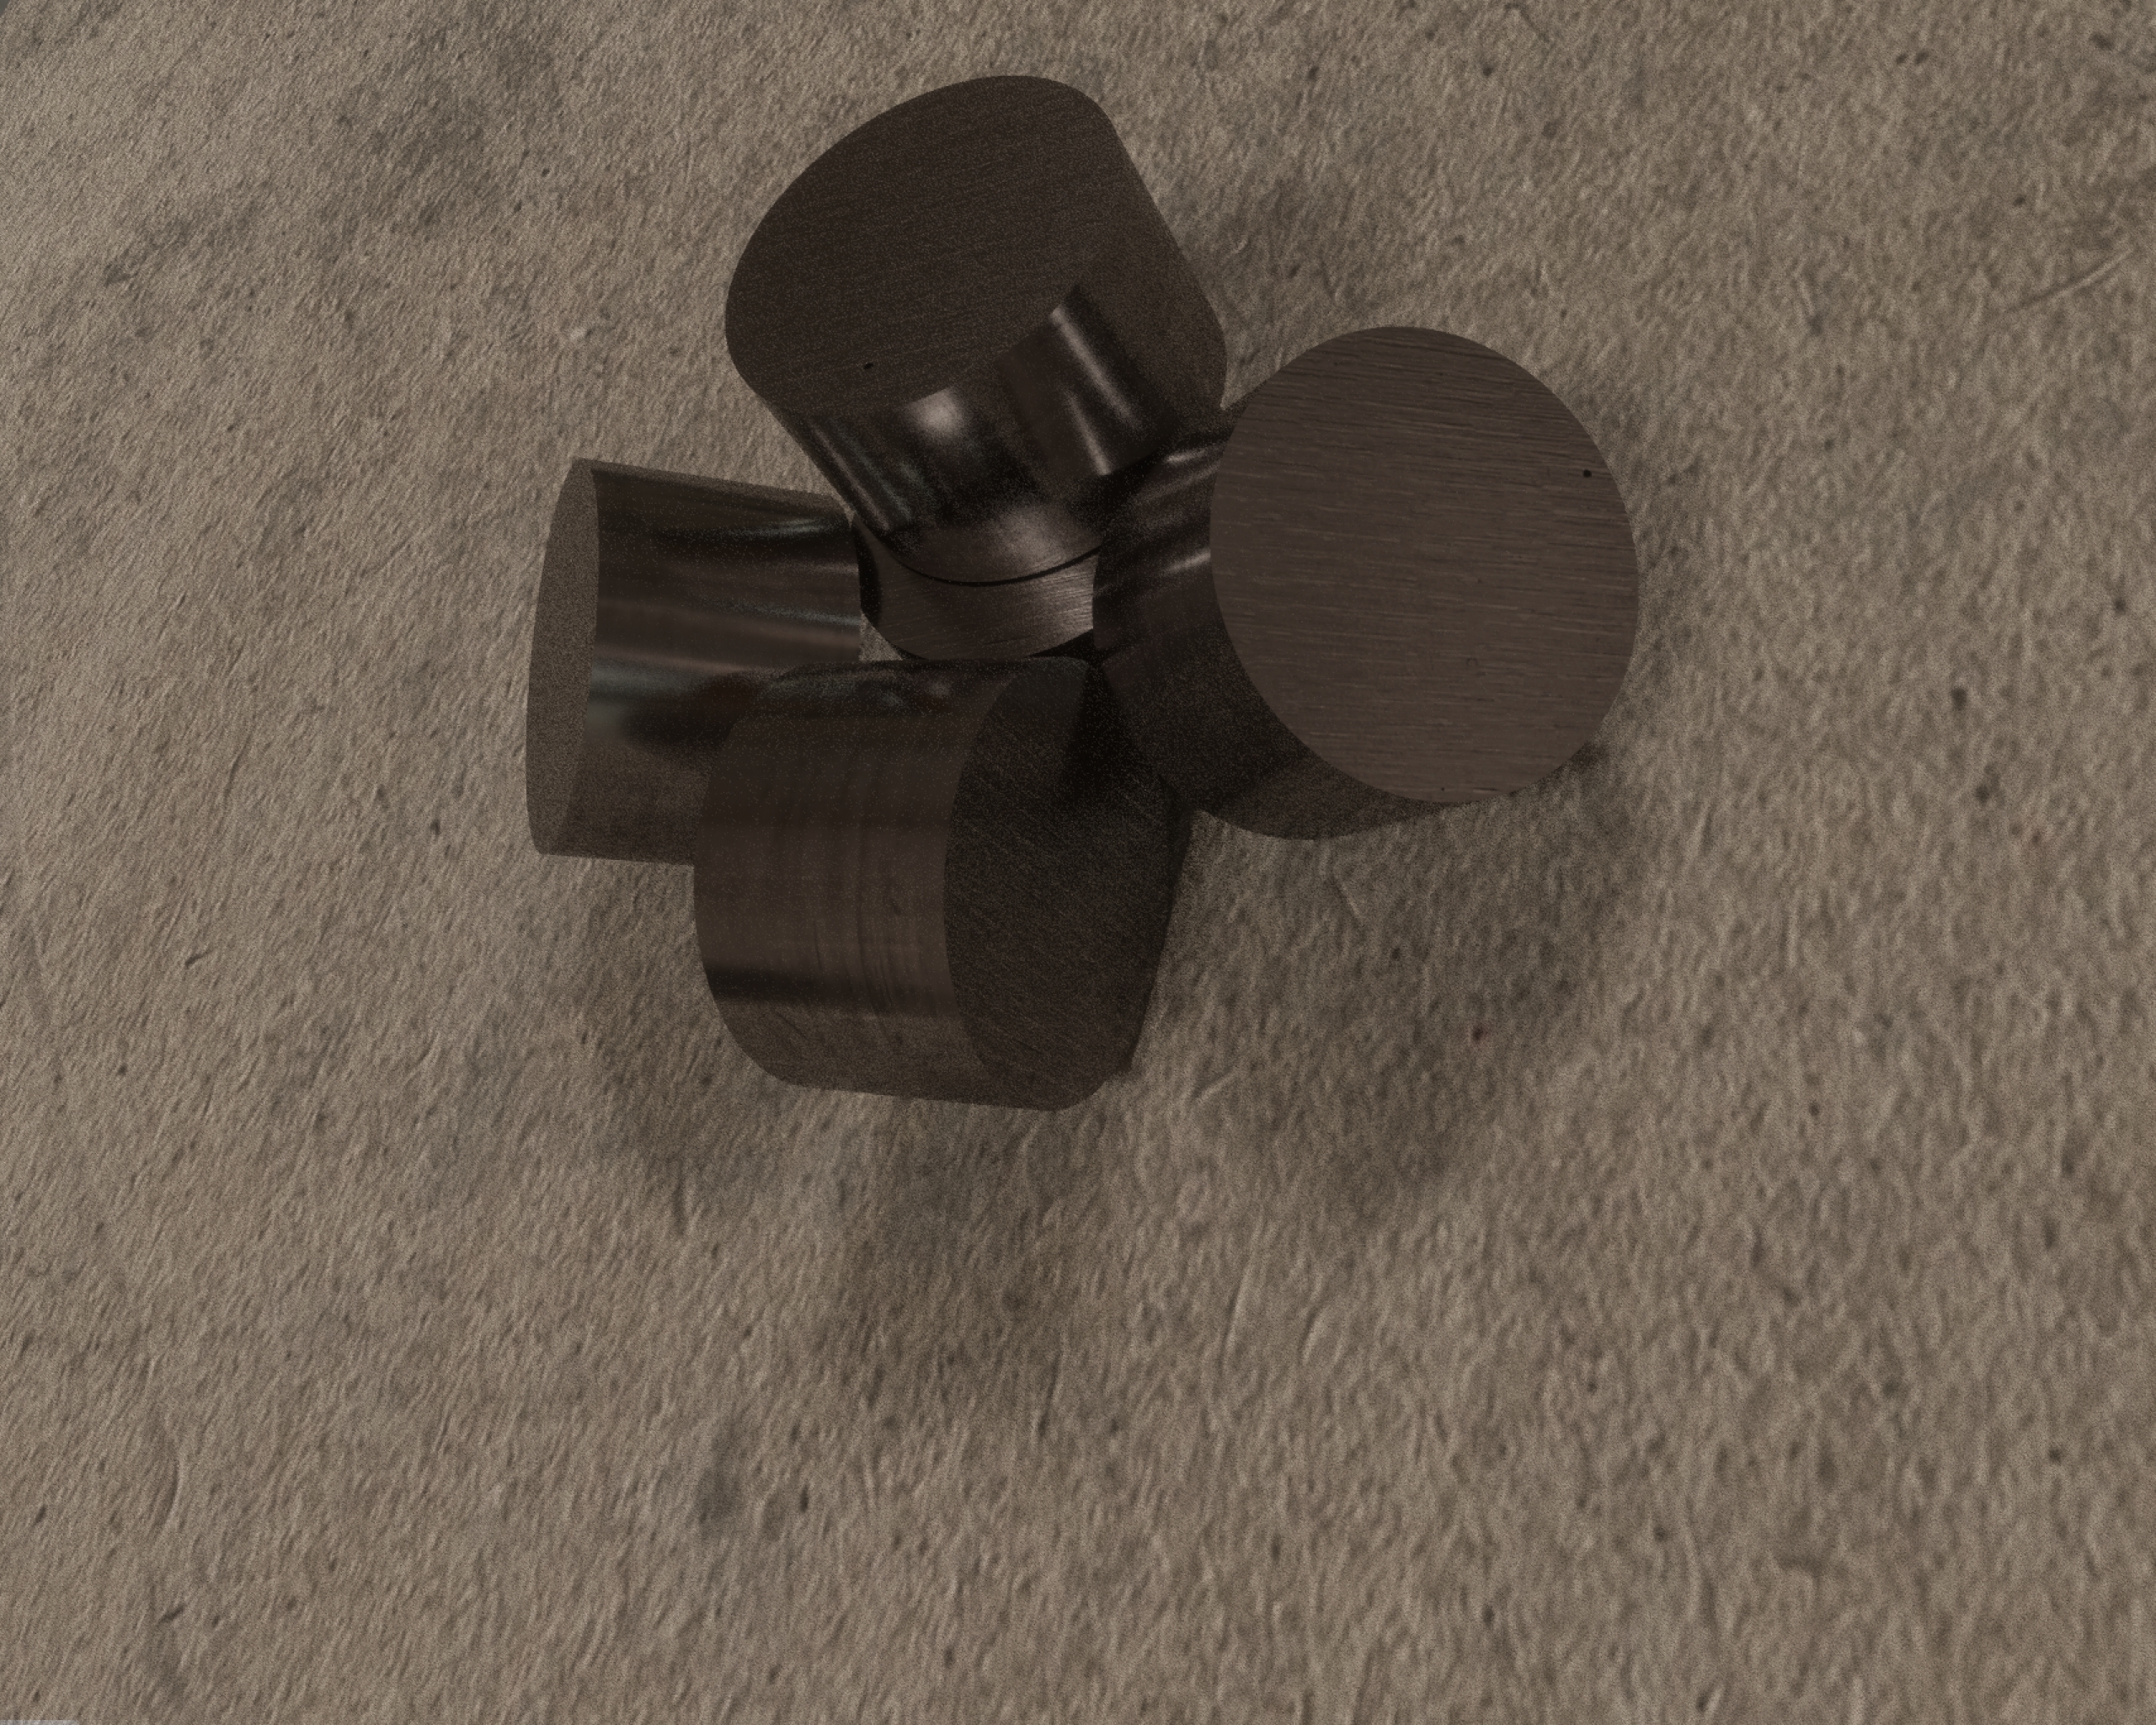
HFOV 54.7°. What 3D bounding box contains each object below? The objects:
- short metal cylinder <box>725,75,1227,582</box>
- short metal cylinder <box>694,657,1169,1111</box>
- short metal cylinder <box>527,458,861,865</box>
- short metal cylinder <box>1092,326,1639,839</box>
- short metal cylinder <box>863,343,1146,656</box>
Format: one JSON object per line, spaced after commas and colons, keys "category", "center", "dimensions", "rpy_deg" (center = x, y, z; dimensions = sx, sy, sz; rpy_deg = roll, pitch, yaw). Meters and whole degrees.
{"category": "short metal cylinder", "center": [-0.018, -0.100, 0.394], "dimensions": [0.080, 0.050, 0.080], "rpy_deg": [-13, 56, 20]}
{"category": "short metal cylinder", "center": [-0.024, 0.003, 0.378], "dimensions": [0.050, 0.080, 0.080], "rpy_deg": [2, 63, 29]}
{"category": "short metal cylinder", "center": [-0.081, -0.039, 0.428], "dimensions": [0.080, 0.050, 0.079], "rpy_deg": [-174, 90, -67]}
{"category": "short metal cylinder", "center": [0.049, -0.046, 0.364], "dimensions": [0.080, 0.080, 0.050], "rpy_deg": [-62, 16, -16]}
{"category": "short metal cylinder", "center": [0.001, -0.060, 0.425], "dimensions": [0.080, 0.050, 0.080], "rpy_deg": [-13, 56, 20]}
